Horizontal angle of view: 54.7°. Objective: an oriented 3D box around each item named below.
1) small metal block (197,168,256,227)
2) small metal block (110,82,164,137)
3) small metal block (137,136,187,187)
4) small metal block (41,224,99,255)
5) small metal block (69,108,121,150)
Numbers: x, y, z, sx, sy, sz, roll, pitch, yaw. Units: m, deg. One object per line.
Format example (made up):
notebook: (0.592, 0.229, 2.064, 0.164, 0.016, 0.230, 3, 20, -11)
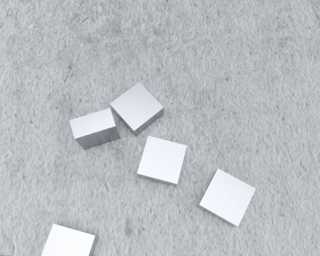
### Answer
small metal block: (0.080, 0.085, 0.378, 0.050, 0.025, 0.050, 28, 72, 9)
small metal block: (-0.030, -0.025, 0.417, 0.050, 0.025, 0.050, -39, 75, -13)
small metal block: (0.003, 0.043, 0.393, 0.050, 0.025, 0.050, 14, 71, 5)
small metal block: (-0.104, 0.142, 0.355, 0.050, 0.025, 0.050, 15, 71, 5)
small metal block: (-0.081, 0.002, 0.393, 0.050, 0.050, 0.025, -18, 71, -7)
